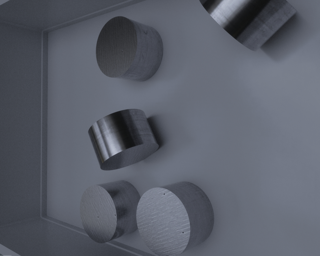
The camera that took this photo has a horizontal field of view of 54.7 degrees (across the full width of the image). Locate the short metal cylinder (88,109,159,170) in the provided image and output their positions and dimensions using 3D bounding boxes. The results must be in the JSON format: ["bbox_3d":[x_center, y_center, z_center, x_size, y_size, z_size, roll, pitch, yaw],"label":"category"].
[{"bbox_3d":[-0.048,0.017,0.411,0.080,0.081,0.050,-36,68,34],"label":"short metal cylinder"}]

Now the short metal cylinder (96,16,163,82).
[{"bbox_3d":[-0.042,-0.106,0.426,0.080,0.050,0.080,0,90,40],"label":"short metal cylinder"}]

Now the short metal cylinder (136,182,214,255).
[{"bbox_3d":[0.018,0.108,0.376,0.080,0.050,0.080,0,90,40],"label":"short metal cylinder"}]

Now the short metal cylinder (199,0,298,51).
[{"bbox_3d":[0.085,-0.121,0.301,0.050,0.081,0.080,-46,63,30],"label":"short metal cylinder"}]

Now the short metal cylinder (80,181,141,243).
[{"bbox_3d":[-0.071,0.119,0.449,0.080,0.050,0.080,0,90,40],"label":"short metal cylinder"}]
